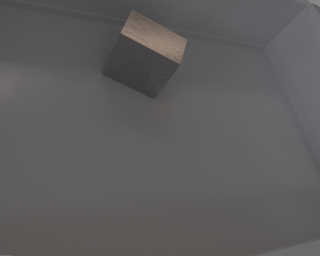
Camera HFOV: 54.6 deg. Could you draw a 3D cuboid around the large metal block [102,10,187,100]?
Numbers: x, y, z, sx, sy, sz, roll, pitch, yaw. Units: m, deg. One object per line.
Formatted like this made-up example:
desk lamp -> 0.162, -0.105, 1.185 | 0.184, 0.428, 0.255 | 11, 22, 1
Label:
large metal block -> -0.022, -0.095, 0.416 | 0.080, 0.080, 0.050 | 25, 53, -13
